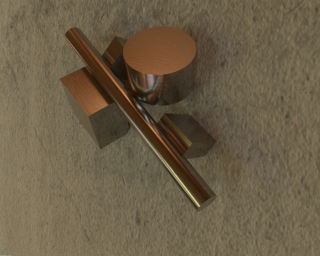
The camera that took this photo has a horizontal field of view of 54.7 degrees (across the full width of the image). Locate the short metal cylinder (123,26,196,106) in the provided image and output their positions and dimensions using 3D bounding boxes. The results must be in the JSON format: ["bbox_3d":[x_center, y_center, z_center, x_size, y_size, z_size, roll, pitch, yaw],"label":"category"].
[{"bbox_3d":[0.001,-0.072,0.360,0.080,0.080,0.050,46,159,30],"label":"short metal cylinder"}]

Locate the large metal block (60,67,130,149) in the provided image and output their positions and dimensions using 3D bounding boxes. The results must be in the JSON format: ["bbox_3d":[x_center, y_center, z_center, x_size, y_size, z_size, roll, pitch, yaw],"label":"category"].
[{"bbox_3d":[-0.090,-0.030,0.439,0.080,0.050,0.080,48,159,28],"label":"large metal block"}]

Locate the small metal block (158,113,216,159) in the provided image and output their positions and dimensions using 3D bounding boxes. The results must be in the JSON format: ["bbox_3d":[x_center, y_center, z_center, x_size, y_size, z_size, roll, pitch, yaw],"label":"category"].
[{"bbox_3d":[0.029,0.009,0.361,0.050,0.050,0.025,48,119,29],"label":"small metal block"}]

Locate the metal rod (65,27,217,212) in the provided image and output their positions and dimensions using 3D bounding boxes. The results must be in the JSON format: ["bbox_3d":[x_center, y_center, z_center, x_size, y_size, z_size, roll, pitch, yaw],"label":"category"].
[{"bbox_3d":[-0.038,-0.029,0.371,0.300,0.025,0.025,51,120,27],"label":"metal rod"}]

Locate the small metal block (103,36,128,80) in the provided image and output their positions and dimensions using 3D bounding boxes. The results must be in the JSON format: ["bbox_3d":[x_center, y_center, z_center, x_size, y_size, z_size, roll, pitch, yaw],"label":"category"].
[{"bbox_3d":[-0.051,-0.095,0.430,0.050,0.050,0.025,-46,63,30],"label":"small metal block"}]
